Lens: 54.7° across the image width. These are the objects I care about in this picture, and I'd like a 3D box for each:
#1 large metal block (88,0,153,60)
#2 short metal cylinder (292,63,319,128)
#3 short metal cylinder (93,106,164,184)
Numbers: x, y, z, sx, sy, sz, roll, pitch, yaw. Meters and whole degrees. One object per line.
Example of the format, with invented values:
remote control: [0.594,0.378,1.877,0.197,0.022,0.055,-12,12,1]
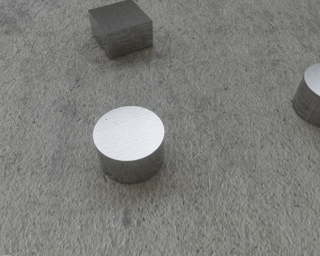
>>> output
large metal block: [-0.067,-0.170,0.530,0.081,0.050,0.080,-23,54,-18]
short metal cylinder: [0.232,-0.045,0.427,0.081,0.050,0.080,0,50,0]
short metal cylinder: [-0.035,0.020,0.370,0.081,0.050,0.080,0,50,0]
